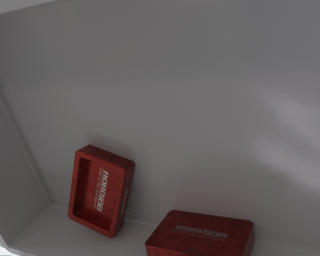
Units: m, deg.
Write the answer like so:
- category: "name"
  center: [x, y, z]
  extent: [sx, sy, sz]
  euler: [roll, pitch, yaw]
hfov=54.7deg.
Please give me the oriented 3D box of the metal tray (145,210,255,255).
- category: "metal tray"
  center: [0.057, 0.159, 0.432]
  extent: [0.130, 0.090, 0.030]
  euler: [0, 109, 28]

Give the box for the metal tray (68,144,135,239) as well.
- category: "metal tray"
  center: [-0.097, 0.102, 0.497]
  extent: [0.090, 0.030, 0.129]
  euler: [19, 110, 17]

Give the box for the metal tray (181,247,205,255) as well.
- category: "metal tray"
  center: [0.061, 0.216, 0.355]
  extent: [0.130, 0.030, 0.090]
  euler: [35, 103, 24]
